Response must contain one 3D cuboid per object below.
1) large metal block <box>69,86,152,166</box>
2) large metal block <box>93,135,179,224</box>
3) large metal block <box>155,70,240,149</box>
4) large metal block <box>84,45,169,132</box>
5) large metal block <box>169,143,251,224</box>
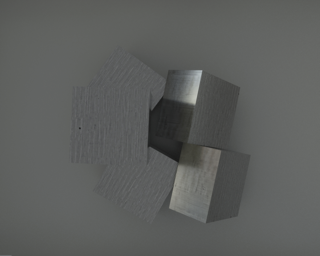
[{"bbox_3d":[-0.052,-0.002,0.345,0.081,0.050,0.079,3,89,1],"label":"large metal block"},{"bbox_3d":[-0.026,0.060,0.394,0.080,0.050,0.080,30,90,-1],"label":"large metal block"},{"bbox_3d":[0.048,-0.021,0.377,0.081,0.050,0.080,11,90,-45],"label":"large metal block"},{"bbox_3d":[-0.042,-0.045,0.397,0.080,0.050,0.080,36,90,-1],"label":"large metal block"},{"bbox_3d":[0.063,0.064,0.376,0.050,0.080,0.080,12,90,39],"label":"large metal block"}]
